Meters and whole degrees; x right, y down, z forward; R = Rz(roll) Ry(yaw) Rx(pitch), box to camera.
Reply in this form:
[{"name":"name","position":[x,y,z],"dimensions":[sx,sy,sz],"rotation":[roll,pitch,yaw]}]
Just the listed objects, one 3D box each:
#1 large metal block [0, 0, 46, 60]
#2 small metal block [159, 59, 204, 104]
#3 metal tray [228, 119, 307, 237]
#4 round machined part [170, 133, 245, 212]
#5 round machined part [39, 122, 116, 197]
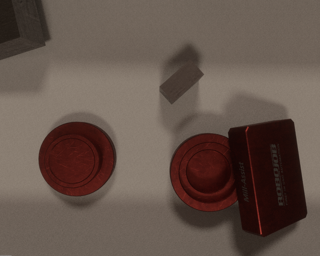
[{"name":"large metal block","position":[-0.202,-0.136,0.388],"dimensions":[0.080,0.050,0.080],"rotation":[-13,90,13]},{"name":"small metal block","position":[0.026,-0.058,0.399],"dimensions":[0.050,0.050,0.025],"rotation":[-42,90,0]},{"name":"metal tray","position":[0.137,0.058,0.389],"dimensions":[0.091,0.030,0.129],"rotation":[-9,90,-32]},{"name":"round machined part","position":[0.062,0.055,0.404],"dimensions":[0.099,0.042,0.097],"rotation":[0,90,-1]},{"name":"round machined part","position":[-0.109,0.041,0.402],"dimensions":[0.099,0.042,0.097],"rotation":[0,90,-1]}]
